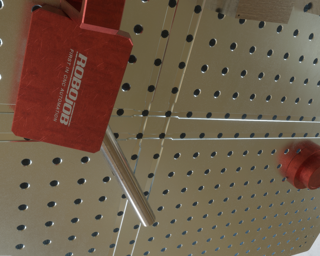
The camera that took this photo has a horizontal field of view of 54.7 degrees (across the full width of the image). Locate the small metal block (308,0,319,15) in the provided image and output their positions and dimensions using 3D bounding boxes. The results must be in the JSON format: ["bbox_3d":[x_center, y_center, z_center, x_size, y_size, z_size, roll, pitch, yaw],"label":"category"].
[{"bbox_3d":[0.230,-0.190,0.422,0.050,0.025,0.050,-35,129,-6],"label":"small metal block"}]

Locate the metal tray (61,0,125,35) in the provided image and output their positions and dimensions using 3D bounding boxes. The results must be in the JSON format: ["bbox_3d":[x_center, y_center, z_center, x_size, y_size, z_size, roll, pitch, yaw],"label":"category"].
[{"bbox_3d":[-0.048,-0.152,0.249,0.030,0.090,0.129,2,117,-30],"label":"metal tray"}]

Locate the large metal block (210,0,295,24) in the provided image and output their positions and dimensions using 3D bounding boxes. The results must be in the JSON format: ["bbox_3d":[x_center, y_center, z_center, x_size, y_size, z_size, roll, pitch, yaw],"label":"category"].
[{"bbox_3d":[0.113,-0.169,0.354,0.081,0.050,0.079,-5,121,-27],"label":"large metal block"}]

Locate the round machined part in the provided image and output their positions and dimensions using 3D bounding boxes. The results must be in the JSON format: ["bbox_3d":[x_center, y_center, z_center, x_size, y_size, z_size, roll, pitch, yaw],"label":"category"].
[{"bbox_3d":[0.309,0.085,0.626,0.099,0.042,0.097,-14,125,-21],"label":"round machined part"}]

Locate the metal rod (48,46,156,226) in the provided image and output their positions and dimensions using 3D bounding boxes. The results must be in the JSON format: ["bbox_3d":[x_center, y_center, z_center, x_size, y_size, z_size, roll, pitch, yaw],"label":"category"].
[{"bbox_3d":[-0.060,0.035,0.401,0.025,0.025,0.299,-29,129,-11],"label":"metal rod"}]

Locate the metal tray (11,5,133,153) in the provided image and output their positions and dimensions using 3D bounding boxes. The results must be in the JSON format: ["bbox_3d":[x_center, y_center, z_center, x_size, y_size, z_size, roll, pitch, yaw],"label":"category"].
[{"bbox_3d":[-0.089,-0.044,0.312,0.091,0.030,0.129,15,114,-15],"label":"metal tray"}]
